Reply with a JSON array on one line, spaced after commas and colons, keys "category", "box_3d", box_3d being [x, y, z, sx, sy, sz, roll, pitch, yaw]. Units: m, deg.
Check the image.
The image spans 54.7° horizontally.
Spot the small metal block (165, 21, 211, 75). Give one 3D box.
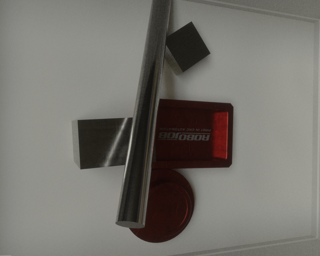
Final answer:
[{"category": "small metal block", "box_3d": [0.032, -0.108, 0.423, 0.050, 0.025, 0.050, -37, 102, -17]}]

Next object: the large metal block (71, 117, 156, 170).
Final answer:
[{"category": "large metal block", "box_3d": [-0.057, 0.014, 0.361, 0.081, 0.080, 0.050, -3, 92, -20]}]

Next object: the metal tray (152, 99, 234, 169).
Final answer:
[{"category": "metal tray", "box_3d": [0.035, 0.008, 0.422, 0.131, 0.030, 0.089, 2, 90, -21]}]

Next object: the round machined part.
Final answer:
[{"category": "round machined part", "box_3d": [0.002, 0.101, 0.403, 0.099, 0.042, 0.097, 0, 90, -20]}]

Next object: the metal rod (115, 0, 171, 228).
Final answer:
[{"category": "metal rod", "box_3d": [-0.011, -0.046, 0.339, 0.025, 0.025, 0.300, 18, 57, -19]}]
